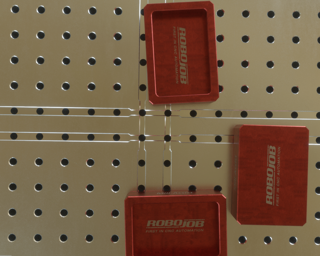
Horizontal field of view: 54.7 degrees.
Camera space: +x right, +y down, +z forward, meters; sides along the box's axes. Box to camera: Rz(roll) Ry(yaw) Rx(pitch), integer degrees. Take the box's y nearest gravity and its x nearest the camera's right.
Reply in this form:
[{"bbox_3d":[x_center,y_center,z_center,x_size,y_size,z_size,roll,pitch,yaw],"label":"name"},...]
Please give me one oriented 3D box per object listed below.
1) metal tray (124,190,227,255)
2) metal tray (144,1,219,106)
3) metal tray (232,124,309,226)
[{"bbox_3d":[0.021,0.131,0.411,0.131,0.030,0.089,-1,90,-1],"label":"metal tray"},{"bbox_3d":[0.028,-0.097,0.411,0.091,0.030,0.129,-3,90,-1],"label":"metal tray"},{"bbox_3d":[0.146,0.061,0.413,0.091,0.030,0.129,2,90,-1],"label":"metal tray"}]
